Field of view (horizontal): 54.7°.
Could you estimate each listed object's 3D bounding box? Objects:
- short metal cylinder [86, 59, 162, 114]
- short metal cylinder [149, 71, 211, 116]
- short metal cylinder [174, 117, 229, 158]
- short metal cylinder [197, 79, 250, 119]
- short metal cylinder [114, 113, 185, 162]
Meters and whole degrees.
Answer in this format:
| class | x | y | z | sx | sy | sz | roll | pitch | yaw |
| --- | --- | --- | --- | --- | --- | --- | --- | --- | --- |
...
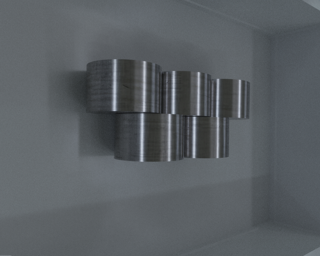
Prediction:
| class | x | y | z | sx | sy | sz | roll | pitch | yaw |
| --- | --- | --- | --- | --- | --- | --- | --- | --- | --- |
| short metal cylinder | -0.039 | -0.041 | 0.336 | 0.081 | 0.080 | 0.050 | 1 | 90 | -40 |
| short metal cylinder | 0.024 | -0.039 | 0.388 | 0.081 | 0.080 | 0.050 | 1 | 90 | -40 |
| short metal cylinder | 0.051 | 0.012 | 0.411 | 0.081 | 0.080 | 0.050 | 1 | 90 | -40 |
| short metal cylinder | 0.086 | -0.038 | 0.440 | 0.081 | 0.080 | 0.050 | 2 | 89 | -40 |
| short metal cylinder | -0.012 | 0.010 | 0.358 | 0.081 | 0.080 | 0.050 | 1 | 90 | -40 |
